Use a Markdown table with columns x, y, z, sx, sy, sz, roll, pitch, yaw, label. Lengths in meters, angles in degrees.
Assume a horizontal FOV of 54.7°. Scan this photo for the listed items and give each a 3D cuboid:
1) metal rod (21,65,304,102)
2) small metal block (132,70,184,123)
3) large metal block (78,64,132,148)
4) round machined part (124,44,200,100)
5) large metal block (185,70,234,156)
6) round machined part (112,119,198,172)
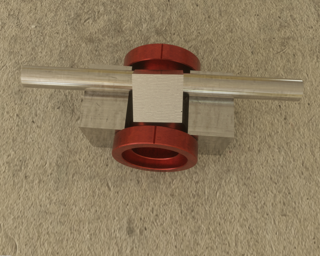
| x | y | z | sx | sy | sz | roll | pitch | yaw | label |
| --- | --- | --- | --- | --- | --- | --- | --- | --- | --- |
| 0.002 | -0.049 | 0.342 | 0.302 | 0.025 | 0.025 | 3 | 70 | 1 | metal rod |
| -0.002 | -0.033 | 0.322 | 0.050 | 0.025 | 0.050 | 1 | 111 | 2 | small metal block |
| -0.061 | -0.023 | 0.388 | 0.050 | 0.080 | 0.080 | 4 | 70 | 1 | large metal block |
| 0.002 | -0.061 | 0.393 | 0.099 | 0.098 | 0.042 | 4 | 71 | 1 | round machined part |
| 0.058 | -0.015 | 0.386 | 0.050 | 0.080 | 0.080 | 4 | 70 | 1 | large metal block |
| -0.005 | 0.017 | 0.364 | 0.099 | 0.098 | 0.042 | 4 | 65 | 1 | round machined part |
